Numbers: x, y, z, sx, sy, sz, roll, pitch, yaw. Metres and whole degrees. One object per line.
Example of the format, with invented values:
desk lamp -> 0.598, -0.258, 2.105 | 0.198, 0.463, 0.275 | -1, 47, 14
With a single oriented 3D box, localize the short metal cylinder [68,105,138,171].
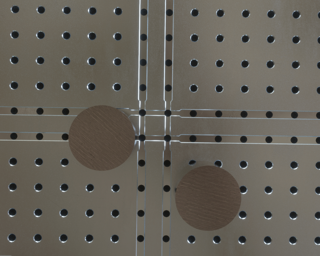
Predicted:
short metal cylinder -> -0.071, 0.012, 0.400 | 0.081, 0.050, 0.079 | 0, 90, -1

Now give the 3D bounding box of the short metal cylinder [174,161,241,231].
short metal cylinder -> 0.059, 0.085, 0.402 | 0.081, 0.050, 0.079 | 0, 90, -1
